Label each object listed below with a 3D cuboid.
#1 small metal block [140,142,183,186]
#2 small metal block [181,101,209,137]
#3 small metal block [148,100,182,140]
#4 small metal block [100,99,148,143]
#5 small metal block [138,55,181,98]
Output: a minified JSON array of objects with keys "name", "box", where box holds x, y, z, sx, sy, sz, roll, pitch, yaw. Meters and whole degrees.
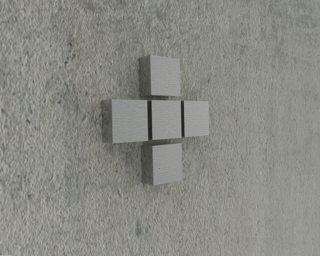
[{"name":"small metal block","box":[0.002,0.046,0.411,0.050,0.025,0.050,-3,92,-40]},{"name":"small metal block","box":[0.044,-0.013,0.446,0.050,0.025,0.050,-2,92,-40]},{"name":"small metal block","box":[0.001,-0.011,0.409,0.050,0.025,0.050,-2,92,-40]},{"name":"small metal block","box":[-0.042,-0.008,0.372,0.050,0.025,0.050,-2,92,-40]},{"name":"small metal block","box":[0.000,-0.067,0.408,0.050,0.025,0.050,-2,92,-40]}]
